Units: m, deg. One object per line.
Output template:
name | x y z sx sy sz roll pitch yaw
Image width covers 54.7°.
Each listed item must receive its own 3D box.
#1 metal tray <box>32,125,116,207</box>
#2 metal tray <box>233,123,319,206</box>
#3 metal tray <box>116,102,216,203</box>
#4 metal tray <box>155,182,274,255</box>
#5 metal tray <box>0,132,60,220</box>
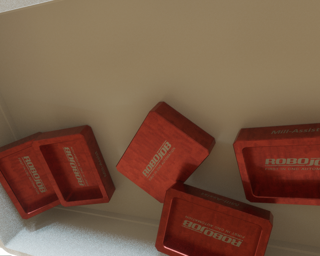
metal tray | -0.136 0.064 0.499 0.090 0.030 0.129 -9 115 15
metal tray | 0.157 0.042 0.348 0.130 0.030 0.090 -5 116 30
metal tray | 0.003 0.038 0.426 0.090 0.030 0.129 36 129 3
metal tray | 0.065 0.131 0.391 0.130 0.030 0.089 15 102 19
metal tray | -0.218 0.082 0.532 0.030 0.091 0.129 39 149 63
